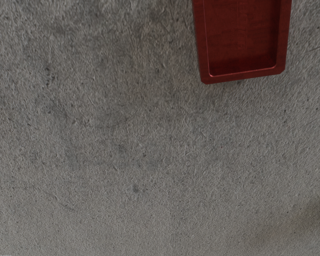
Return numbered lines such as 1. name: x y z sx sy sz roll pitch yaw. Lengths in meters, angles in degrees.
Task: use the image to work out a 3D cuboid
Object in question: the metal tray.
1. metal tray: 0.080 -0.111 0.310 0.090 0.030 0.129 -8 130 6
